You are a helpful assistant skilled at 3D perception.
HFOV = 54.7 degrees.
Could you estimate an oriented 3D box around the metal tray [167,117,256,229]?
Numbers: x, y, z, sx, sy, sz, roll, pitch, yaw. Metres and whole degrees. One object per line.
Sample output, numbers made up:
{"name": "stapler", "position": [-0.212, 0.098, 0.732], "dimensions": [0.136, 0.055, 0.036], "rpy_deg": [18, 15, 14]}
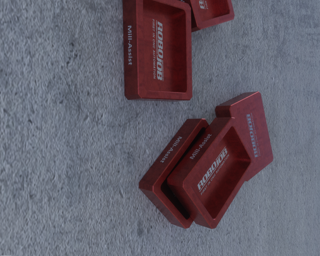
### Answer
{"name": "metal tray", "position": [0.076, 0.058, 0.424], "dimensions": [0.131, 0.030, 0.090], "rpy_deg": [-48, 119, -29]}

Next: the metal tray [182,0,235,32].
{"name": "metal tray", "position": [0.057, -0.211, 0.447], "dimensions": [0.091, 0.030, 0.129], "rpy_deg": [-29, 108, -36]}

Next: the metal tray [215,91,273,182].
{"name": "metal tray", "position": [0.145, 0.012, 0.522], "dimensions": [0.091, 0.030, 0.129], "rpy_deg": [-25, 106, -37]}

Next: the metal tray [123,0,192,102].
{"name": "metal tray", "position": [-0.001, -0.101, 0.399], "dimensions": [0.091, 0.030, 0.129], "rpy_deg": [-2, 91, -40]}

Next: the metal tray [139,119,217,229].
{"name": "metal tray", "position": [0.040, 0.060, 0.434], "dimensions": [0.130, 0.030, 0.090], "rpy_deg": [-51, 120, -27]}
